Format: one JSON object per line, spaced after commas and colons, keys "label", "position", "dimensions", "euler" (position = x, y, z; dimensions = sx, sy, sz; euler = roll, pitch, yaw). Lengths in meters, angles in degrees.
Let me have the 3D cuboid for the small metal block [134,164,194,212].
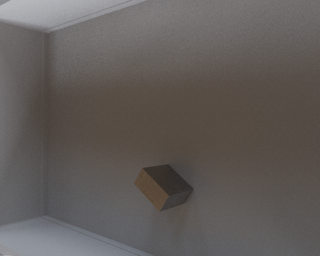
{"label": "small metal block", "position": [0.005, 0.073, 0.387], "dimensions": [0.050, 0.050, 0.025], "euler": [42, 115, 32]}
